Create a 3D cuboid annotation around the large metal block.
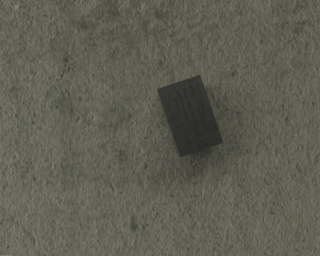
[{"bbox_3d":[0.034,-0.014,0.383,0.050,0.080,0.080,-19,90,0],"label":"large metal block"}]
